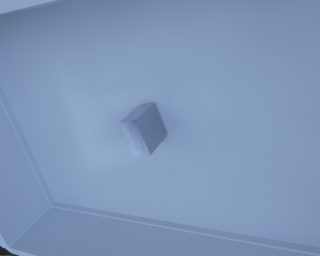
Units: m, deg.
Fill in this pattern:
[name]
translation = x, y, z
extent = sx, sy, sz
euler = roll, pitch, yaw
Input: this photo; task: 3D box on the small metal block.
[small metal block]
translation = -0.020, 0.002, 0.400
extent = 0.025, 0.050, 0.050
euler = -9, 113, 32
